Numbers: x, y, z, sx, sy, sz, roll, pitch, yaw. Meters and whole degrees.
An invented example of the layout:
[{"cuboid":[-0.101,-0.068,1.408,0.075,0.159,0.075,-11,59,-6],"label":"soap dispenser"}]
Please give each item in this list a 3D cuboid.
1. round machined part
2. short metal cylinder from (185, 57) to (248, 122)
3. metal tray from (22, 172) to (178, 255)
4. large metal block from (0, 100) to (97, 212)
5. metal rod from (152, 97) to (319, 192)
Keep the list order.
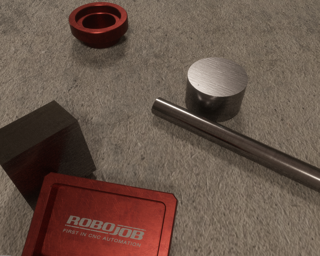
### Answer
[{"cuboid":[-0.104,-0.175,0.538,0.099,0.042,0.098,0,50,0],"label":"round machined part"},{"cuboid":[0.077,-0.054,0.434,0.081,0.050,0.080,0,50,0],"label":"short metal cylinder"},{"cuboid":[-0.054,0.098,0.295,0.131,0.030,0.090,9,74,6],"label":"metal tray"},{"cuboid":[-0.126,0.030,0.337,0.080,0.080,0.050,-35,50,-26],"label":"large metal block"},{"cuboid":[0.123,0.031,0.378,0.301,0.025,0.025,26,55,20],"label":"metal rod"}]
